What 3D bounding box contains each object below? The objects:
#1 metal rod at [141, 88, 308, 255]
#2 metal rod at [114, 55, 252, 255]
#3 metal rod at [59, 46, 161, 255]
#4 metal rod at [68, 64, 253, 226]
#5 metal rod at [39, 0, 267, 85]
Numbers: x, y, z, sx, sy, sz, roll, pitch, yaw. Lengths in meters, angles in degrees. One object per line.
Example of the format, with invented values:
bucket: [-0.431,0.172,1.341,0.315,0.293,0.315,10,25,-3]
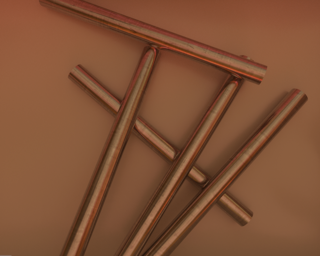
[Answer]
metal rod: [0.082,0.062,0.389,0.025,0.025,0.300,45,81,0]
metal rod: [0.035,0.035,0.387,0.025,0.025,0.300,33,80,0]
metal rod: [-0.059,0.034,0.369,0.025,0.025,0.299,20,74,0]
metal rod: [0.001,0.023,0.411,0.300,0.025,0.025,41,90,0]
metal rod: [-0.013,-0.119,0.395,0.301,0.025,0.025,21,90,6]
